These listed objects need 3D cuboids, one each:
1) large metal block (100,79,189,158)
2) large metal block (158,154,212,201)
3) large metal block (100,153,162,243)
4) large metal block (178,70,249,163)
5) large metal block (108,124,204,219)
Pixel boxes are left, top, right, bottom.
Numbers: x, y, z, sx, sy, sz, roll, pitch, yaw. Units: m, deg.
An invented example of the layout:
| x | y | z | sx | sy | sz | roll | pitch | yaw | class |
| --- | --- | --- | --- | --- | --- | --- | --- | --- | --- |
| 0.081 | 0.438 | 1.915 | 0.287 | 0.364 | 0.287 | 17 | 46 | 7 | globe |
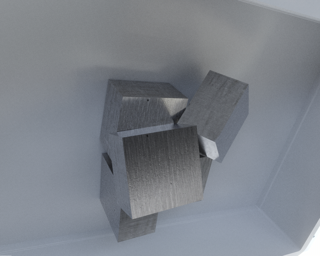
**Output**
| x | y | z | sx | sy | sz | roll | pitch | yaw | class |
| --- | --- | --- | --- | --- | --- | --- | --- | --- | --- |
| -0.022 | -0.010 | 0.374 | 0.081 | 0.050 | 0.079 | -1 | 119 | -28 | large metal block |
| 0.020 | 0.064 | 0.440 | 0.081 | 0.050 | 0.079 | -5 | 121 | -26 | large metal block |
| -0.041 | 0.084 | 0.402 | 0.050 | 0.080 | 0.079 | -7 | 122 | -26 | large metal block |
| 0.070 | -0.012 | 0.391 | 0.080 | 0.050 | 0.080 | -58 | 155 | -13 | large metal block |
| -0.005 | 0.041 | 0.330 | 0.081 | 0.050 | 0.079 | -9 | 97 | -24 | large metal block |
